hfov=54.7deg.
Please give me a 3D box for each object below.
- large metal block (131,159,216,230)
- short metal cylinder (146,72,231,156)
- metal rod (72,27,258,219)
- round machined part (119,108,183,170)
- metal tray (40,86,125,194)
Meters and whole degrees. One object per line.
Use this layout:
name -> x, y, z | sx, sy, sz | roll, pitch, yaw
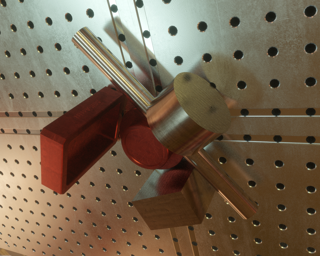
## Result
large metal block -> 0.023, 0.086, 0.415 | 0.080, 0.080, 0.050 | -21, 108, 35
short metal cylinder -> 0.032, -0.015, 0.347 | 0.080, 0.080, 0.050 | 45, 129, -3
metal rod -> 0.009, -0.003, 0.376 | 0.300, 0.025, 0.025 | 46, 129, -5
round machined part -> -0.012, 0.017, 0.415 | 0.098, 0.042, 0.097 | 13, 124, 20
metal tray -> -0.096, 0.012, 0.400 | 0.030, 0.131, 0.089 | 25, 127, 13
